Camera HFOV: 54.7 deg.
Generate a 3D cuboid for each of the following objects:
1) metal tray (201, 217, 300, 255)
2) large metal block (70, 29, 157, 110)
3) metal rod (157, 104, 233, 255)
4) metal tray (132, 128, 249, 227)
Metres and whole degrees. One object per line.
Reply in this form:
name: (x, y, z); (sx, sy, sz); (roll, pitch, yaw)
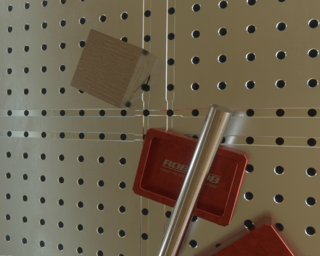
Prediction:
metal tray: (0.104, 0.180, 0.373); (0.130, 0.030, 0.090); (-38, 78, 16)
large metal block: (-0.062, -0.078, 0.421); (0.080, 0.050, 0.080); (25, 98, 18)
metal rod: (0.023, 0.114, 0.373); (0.025, 0.025, 0.298); (23, 109, 18)
metal tray: (0.037, 0.058, 0.396); (0.130, 0.030, 0.089); (16, 95, 19)
